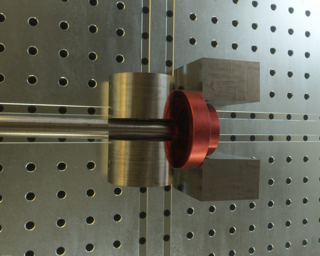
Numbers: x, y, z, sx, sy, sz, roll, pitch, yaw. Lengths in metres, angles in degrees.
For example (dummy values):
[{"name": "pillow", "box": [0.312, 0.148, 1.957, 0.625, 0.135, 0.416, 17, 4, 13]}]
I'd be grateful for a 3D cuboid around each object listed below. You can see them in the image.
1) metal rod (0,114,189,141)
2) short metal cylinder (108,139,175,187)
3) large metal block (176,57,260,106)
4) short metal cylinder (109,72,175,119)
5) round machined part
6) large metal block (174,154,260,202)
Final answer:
[{"name": "metal rod", "box": [-0.105, 0.000, 0.361, 0.302, 0.025, 0.025, 2, 90, -16]}, {"name": "short metal cylinder", "box": [-0.022, 0.039, 0.374, 0.081, 0.080, 0.050, 1, 90, -20]}, {"name": "large metal block", "box": [0.073, -0.058, 0.411, 0.081, 0.080, 0.050, 0, 90, -20]}, {"name": "short metal cylinder", "box": [-0.022, -0.036, 0.375, 0.081, 0.080, 0.050, 1, 91, -20]}, {"name": "round machined part", "box": [0.040, 0.002, 0.388, 0.042, 0.098, 0.097, 1, 90, -20]}, {"name": "large metal block", "box": [0.073, 0.062, 0.411, 0.081, 0.080, 0.050, 3, 89, -20]}]
